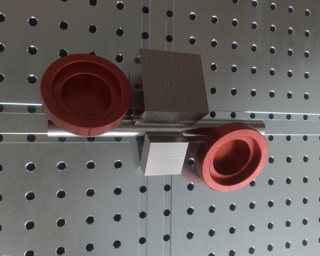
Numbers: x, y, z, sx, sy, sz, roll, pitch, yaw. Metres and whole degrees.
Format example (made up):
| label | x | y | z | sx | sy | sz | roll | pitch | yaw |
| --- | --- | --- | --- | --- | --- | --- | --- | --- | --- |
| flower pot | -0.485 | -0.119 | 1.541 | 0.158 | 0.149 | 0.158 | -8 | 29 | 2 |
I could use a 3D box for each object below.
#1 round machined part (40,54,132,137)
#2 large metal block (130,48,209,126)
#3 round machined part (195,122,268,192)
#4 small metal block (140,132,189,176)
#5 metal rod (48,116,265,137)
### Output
| label | x | y | z | sx | sy | sz | roll | pitch | yaw |
| --- | --- | --- | --- | --- | --- | --- | --- | --- | --- |
| round machined part | -0.085 | -0.034 | 0.358 | 0.099 | 0.042 | 0.098 | 9 | 61 | -16 |
| large metal block | 0.009 | -0.048 | 0.391 | 0.081 | 0.050 | 0.080 | 1 | 72 | -20 |
| round machined part | 0.094 | 0.036 | 0.425 | 0.099 | 0.042 | 0.097 | -8 | 118 | -16 |
| small metal block | 0.005 | 0.034 | 0.404 | 0.050 | 0.025 | 0.050 | 1 | 119 | -20 |
| metal rod | 0.010 | 0.000 | 0.417 | 0.302 | 0.025 | 0.025 | 0 | 90 | -20 |
